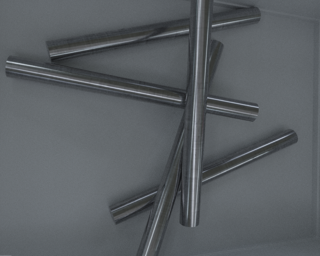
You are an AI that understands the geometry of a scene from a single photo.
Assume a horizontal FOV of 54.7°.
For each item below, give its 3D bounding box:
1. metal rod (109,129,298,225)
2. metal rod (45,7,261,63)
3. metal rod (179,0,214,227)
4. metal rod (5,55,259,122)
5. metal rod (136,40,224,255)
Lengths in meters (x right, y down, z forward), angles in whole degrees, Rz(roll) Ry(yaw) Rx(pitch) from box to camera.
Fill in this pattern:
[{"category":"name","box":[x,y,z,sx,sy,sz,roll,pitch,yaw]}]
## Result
[{"category":"metal rod","box":[0.074,0.062,0.439,0.302,0.025,0.025,-20,97,-19]},{"category":"metal rod","box":[0.006,-0.129,0.413,0.302,0.025,0.025,-16,96,-20]},{"category":"metal rod","box":[0.043,-0.028,0.364,0.025,0.025,0.298,-2,101,-20]},{"category":"metal rod","box":[-0.023,-0.045,0.377,0.302,0.025,0.025,9,87,-11]},{"category":"metal rod","box":[0.031,0.019,0.405,0.025,0.025,0.299,24,75,-19]}]
